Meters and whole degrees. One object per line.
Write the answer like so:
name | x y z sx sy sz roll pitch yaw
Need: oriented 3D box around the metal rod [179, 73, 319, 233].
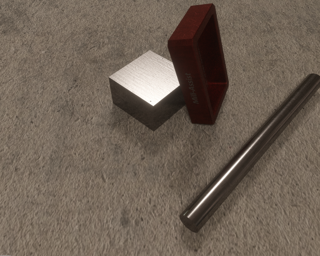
metal rod | 0.131 0.014 0.393 0.025 0.025 0.302 35 58 25

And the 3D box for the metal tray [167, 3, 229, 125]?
metal tray | 0.055 -0.079 0.400 0.030 0.130 0.090 4 48 28

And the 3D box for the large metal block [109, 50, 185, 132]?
large metal block | -0.011 -0.054 0.432 0.080 0.050 0.080 34 58 25
